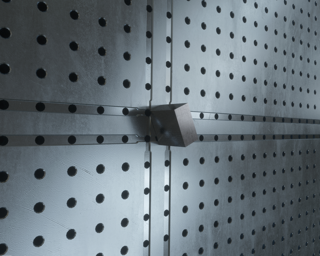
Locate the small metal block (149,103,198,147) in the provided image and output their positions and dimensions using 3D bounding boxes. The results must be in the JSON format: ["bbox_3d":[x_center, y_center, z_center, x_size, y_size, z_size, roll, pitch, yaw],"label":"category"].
[{"bbox_3d":[0.017,-0.004,0.406,0.025,0.050,0.050,-28,108,-36],"label":"small metal block"}]
